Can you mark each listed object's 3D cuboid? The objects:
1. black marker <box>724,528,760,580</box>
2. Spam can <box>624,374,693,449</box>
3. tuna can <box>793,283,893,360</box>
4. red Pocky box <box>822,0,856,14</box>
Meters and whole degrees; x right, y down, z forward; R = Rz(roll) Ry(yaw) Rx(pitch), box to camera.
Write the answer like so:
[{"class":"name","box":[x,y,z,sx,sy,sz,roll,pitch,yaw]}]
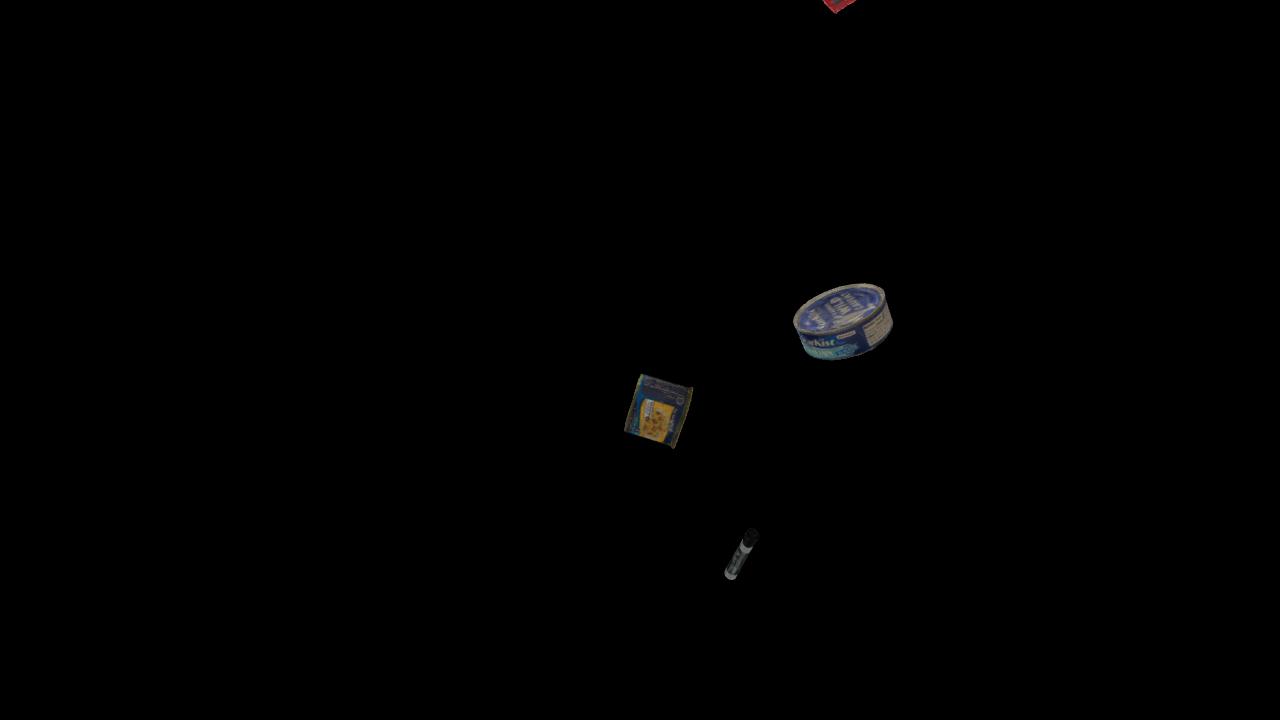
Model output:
[{"class":"black marker","box":[0.141,0.270,0.856,0.020,0.121,0.020,6,44,-6]},{"class":"Spam can","box":[0.027,0.078,0.949,0.085,0.101,0.058,16,35,1]},{"class":"tuna can","box":[0.187,-0.035,0.569,0.084,0.034,0.084,-23,24,11]},{"class":"red Pocky box","box":[0.201,-0.321,0.448,0.028,0.083,0.155,36,-4,-20]}]
